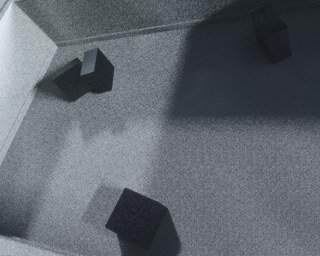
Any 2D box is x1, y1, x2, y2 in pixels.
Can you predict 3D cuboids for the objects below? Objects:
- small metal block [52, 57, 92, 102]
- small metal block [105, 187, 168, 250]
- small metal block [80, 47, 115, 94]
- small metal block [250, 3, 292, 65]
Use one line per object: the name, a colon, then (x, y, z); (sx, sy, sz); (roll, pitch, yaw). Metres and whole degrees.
small metal block: (-0.139, -0.079, 0.509); (0.050, 0.050, 0.025); (-33, 37, 7)
small metal block: (-0.027, 0.103, 0.357); (0.050, 0.025, 0.050); (15, 70, 34)
small metal block: (-0.099, -0.091, 0.498); (0.025, 0.050, 0.050); (-13, 57, 21)
small metal block: (0.139, -0.117, 0.388); (0.025, 0.050, 0.050); (-25, 53, 13)
